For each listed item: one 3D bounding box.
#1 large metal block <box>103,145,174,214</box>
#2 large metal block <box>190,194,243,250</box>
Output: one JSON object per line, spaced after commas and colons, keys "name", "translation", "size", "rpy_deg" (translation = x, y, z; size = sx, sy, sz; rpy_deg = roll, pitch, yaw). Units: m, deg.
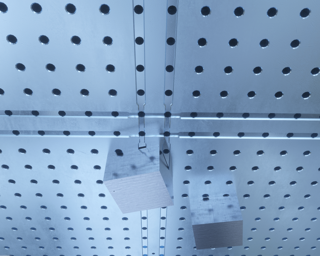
{"name": "large metal block", "translation": [-0.029, 0.078, 0.462], "size": [0.080, 0.050, 0.080], "rpy_deg": [-12, 129, 9]}
{"name": "large metal block", "translation": [0.098, 0.164, 0.537], "size": [0.080, 0.050, 0.080], "rpy_deg": [-7, 130, 6]}
